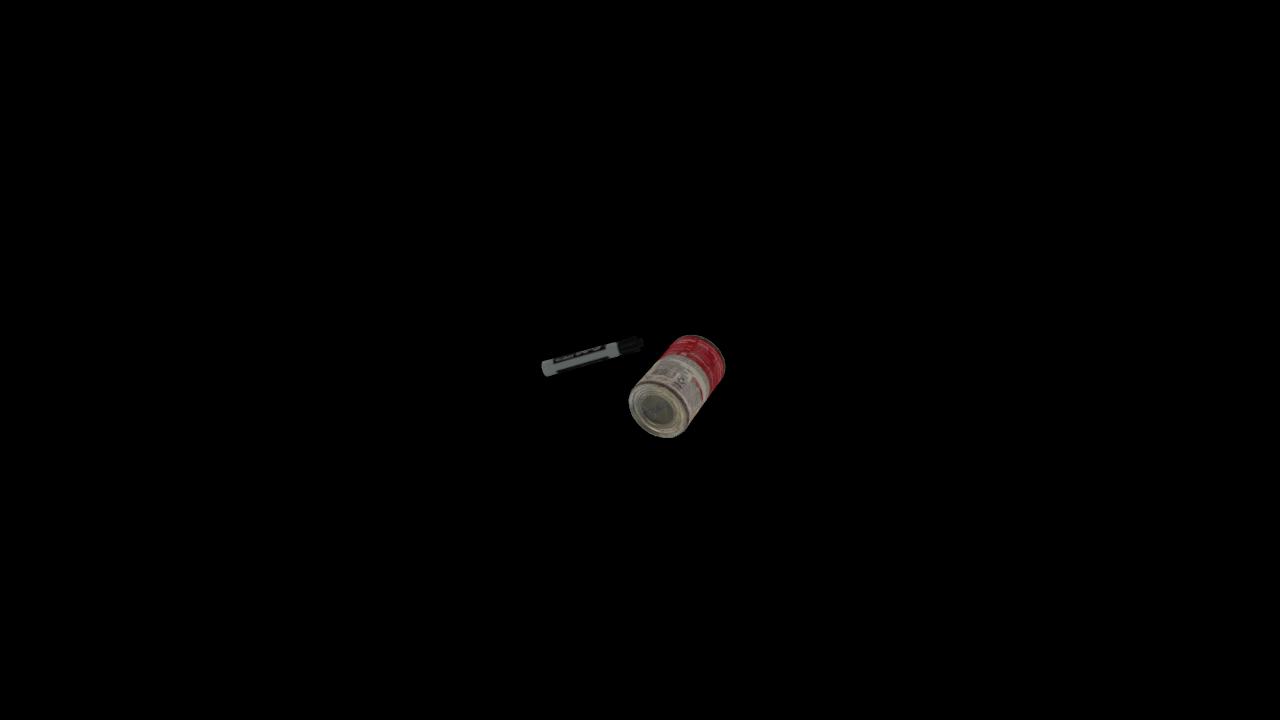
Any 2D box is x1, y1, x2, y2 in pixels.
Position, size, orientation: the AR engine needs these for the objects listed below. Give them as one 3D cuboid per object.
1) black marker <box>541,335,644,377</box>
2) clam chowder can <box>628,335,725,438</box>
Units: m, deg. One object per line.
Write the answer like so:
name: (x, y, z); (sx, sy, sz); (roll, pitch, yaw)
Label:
black marker: (-0.054, -0.005, 0.705); (0.121, 0.020, 0.020); (-15, -3, 10)
clam chowder can: (0.040, 0.026, 0.639); (0.068, 0.068, 0.102); (0, 29, 31)
